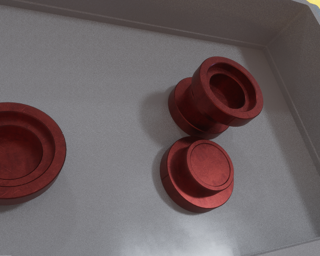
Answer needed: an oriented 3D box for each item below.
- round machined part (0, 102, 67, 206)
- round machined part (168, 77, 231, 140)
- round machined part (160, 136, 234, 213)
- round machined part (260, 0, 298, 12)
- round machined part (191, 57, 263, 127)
[{"bbox_3d":[-0.145,0.027,0.300,0.099,0.042,0.098,14,56,-21],"label":"round machined part"},{"bbox_3d":[0.065,-0.035,0.451,0.099,0.042,0.098,14,56,-21],"label":"round machined part"},{"bbox_3d":[0.053,0.053,0.391,0.099,0.042,0.098,14,56,-21],"label":"round machined part"},{"bbox_3d":[0.276,-0.318,0.740,0.099,0.042,0.098,14,56,-21],"label":"round machined part"},{"bbox_3d":[0.084,-0.044,0.413,0.099,0.042,0.098,13,56,-21],"label":"round machined part"}]
